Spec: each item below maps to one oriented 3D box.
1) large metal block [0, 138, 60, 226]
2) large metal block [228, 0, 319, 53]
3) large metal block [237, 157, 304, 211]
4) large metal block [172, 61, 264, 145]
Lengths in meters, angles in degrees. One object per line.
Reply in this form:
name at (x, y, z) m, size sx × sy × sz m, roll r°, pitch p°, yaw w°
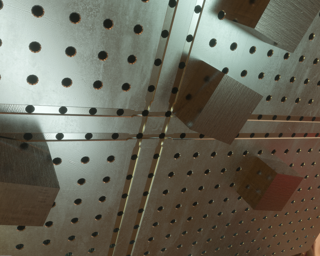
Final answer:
large metal block at (-0.159, 0.053, 0.322) m, size 0.081 × 0.080 × 0.050 m, roll 16°, pitch 110°, yaw -35°
large metal block at (0.147, -0.151, 0.384) m, size 0.081 × 0.050 × 0.080 m, roll 15°, pitch 110°, yaw -35°
large metal block at (0.204, 0.106, 0.575) m, size 0.081 × 0.050 × 0.079 m, roll 12°, pitch 112°, yaw -34°
large metal block at (0.078, -0.032, 0.420) m, size 0.080 × 0.050 × 0.080 m, roll 20°, pitch 108°, yaw -36°
